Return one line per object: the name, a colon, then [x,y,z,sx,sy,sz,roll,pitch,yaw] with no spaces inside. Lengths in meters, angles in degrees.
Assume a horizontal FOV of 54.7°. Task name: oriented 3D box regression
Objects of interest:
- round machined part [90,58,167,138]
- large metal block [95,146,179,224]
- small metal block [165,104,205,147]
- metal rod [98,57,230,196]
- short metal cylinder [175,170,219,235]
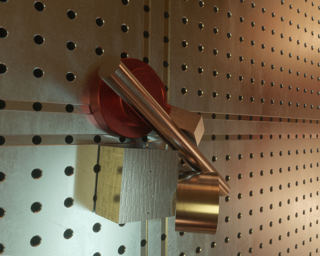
round machined part: [-0.030,-0.036,0.374,0.099,0.042,0.097,0,90,-40]
large metal block: [-0.026,0.064,0.370,0.081,0.050,0.080,6,86,-40]
small metal block: [0.029,-0.003,0.407,0.025,0.050,0.050,-64,160,-16]
metal rod: [0.027,0.021,0.392,0.300,0.025,0.025,46,62,-45]
short metal cylinder: [0.048,0.097,0.407,0.080,0.050,0.079,1,92,-85]
